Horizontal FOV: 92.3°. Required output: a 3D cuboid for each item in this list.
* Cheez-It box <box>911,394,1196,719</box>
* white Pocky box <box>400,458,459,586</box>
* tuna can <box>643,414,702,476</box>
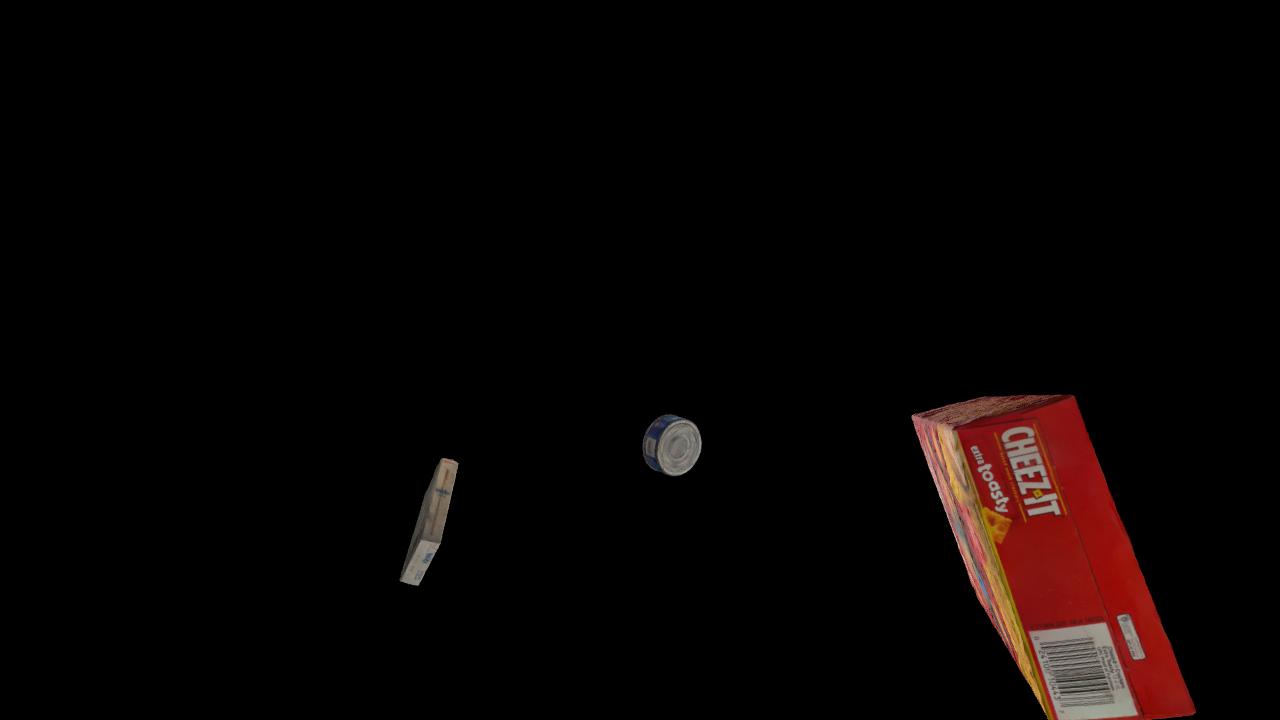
[{"bbox_3d":[0.254,0.111,0.418,0.071,0.166,0.223,-18,-9,17],"label":"Cheez-It box"},{"bbox_3d":[-0.278,0.210,0.816,0.028,0.084,0.154,22,25,-18],"label":"white Pocky box"},{"bbox_3d":[0.047,0.121,0.871,0.084,0.084,0.034,0,6,-35],"label":"tuna can"}]
